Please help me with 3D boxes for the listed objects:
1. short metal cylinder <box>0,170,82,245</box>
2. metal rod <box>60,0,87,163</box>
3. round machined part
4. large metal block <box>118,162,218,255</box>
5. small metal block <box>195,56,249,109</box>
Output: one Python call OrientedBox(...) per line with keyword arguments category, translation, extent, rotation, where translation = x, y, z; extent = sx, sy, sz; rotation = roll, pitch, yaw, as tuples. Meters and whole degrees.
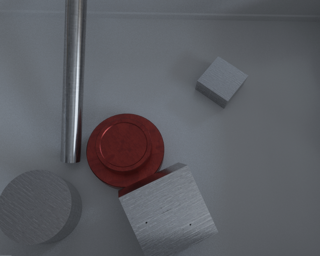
OrientedBox(category="short metal cylinder", translation=(-0.137, 0.093, 0.361), extent=(0.081, 0.050, 0.080), rotation=(0, 70, 0))
OrientedBox(category="metal rod", translation=(-0.103, -0.106, 0.376), extent=(0.025, 0.025, 0.298), rotation=(4, 98, 1))
OrientedBox(category="round machined part", translation=(-0.044, 0.026, 0.390), extent=(0.099, 0.042, 0.098), rotation=(0, 70, -1))
OrientedBox(category="large metal block", translation=(0.006, 0.093, 0.350), extent=(0.080, 0.050, 0.080), rotation=(-24, 90, -9))
OrientedBox(category="small metal block", translation=(0.086, -0.064, 0.434), extent=(0.050, 0.025, 0.050), rotation=(37, 74, 12))
